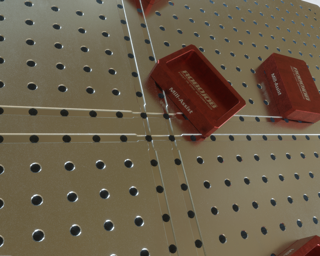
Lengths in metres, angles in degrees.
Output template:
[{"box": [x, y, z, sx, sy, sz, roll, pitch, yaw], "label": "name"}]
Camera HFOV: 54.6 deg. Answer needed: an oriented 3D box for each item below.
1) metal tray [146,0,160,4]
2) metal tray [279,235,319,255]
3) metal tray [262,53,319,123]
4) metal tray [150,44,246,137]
[{"box": [-0.033, -0.293, 0.565, 0.130, 0.030, 0.090, 42, 51, 1], "label": "metal tray"}, {"box": [0.172, 0.200, 0.374, 0.131, 0.030, 0.090, -15, 70, -34], "label": "metal tray"}, {"box": [0.254, -0.076, 0.587, 0.091, 0.030, 0.130, 6, 59, -25], "label": "metal tray"}, {"box": [0.059, -0.060, 0.472, 0.130, 0.030, 0.091, 50, 51, 7], "label": "metal tray"}]
